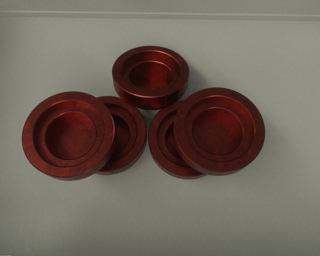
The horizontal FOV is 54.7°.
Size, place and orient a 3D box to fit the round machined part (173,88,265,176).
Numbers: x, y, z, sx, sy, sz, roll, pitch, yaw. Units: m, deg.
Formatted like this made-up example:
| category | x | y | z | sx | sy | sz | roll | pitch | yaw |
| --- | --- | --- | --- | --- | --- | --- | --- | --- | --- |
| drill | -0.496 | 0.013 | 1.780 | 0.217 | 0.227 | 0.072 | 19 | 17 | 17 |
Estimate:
| category | x | y | z | sx | sy | sz | roll | pitch | yaw |
| --- | --- | --- | --- | --- | --- | --- | --- | --- | --- |
| round machined part | 0.064 | 0.007 | 0.353 | 0.099 | 0.042 | 0.098 | 0 | 70 | 0 |

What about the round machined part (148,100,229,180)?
| category | x | y | z | sx | sy | sz | roll | pitch | yaw |
| --- | --- | --- | --- | --- | --- | --- | --- | --- | --- |
| round machined part | 0.035 | 0.017 | 0.393 | 0.099 | 0.042 | 0.098 | 0 | 70 | 0 |

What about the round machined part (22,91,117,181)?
| category | x | y | z | sx | sy | sz | roll | pitch | yaw |
| --- | --- | --- | --- | --- | --- | --- | --- | --- | --- |
| round machined part | -0.098 | 0.011 | 0.350 | 0.099 | 0.042 | 0.098 | 0 | 70 | 0 |

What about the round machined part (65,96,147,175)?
| category | x | y | z | sx | sy | sz | roll | pitch | yaw |
| --- | --- | --- | --- | --- | --- | --- | --- | --- | --- |
| round machined part | -0.066 | 0.012 | 0.394 | 0.099 | 0.042 | 0.098 | 0 | 70 | 0 |

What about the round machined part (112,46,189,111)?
| category | x | y | z | sx | sy | sz | roll | pitch | yaw |
| --- | --- | --- | --- | --- | --- | --- | --- | --- | --- |
| round machined part | -0.012 | -0.062 | 0.411 | 0.099 | 0.042 | 0.098 | 1 | 52 | -1 |
